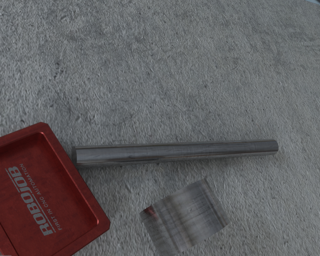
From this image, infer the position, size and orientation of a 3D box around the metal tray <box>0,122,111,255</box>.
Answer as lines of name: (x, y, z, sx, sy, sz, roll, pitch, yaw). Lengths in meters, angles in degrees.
metal tray: (-0.120, 0.067, 0.295, 0.091, 0.030, 0.130, -28, 77, -37)

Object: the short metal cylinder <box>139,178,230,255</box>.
short metal cylinder: (0.025, 0.094, 0.325, 0.081, 0.080, 0.050, -17, 71, -35)

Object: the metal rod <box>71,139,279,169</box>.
metal rod: (0.040, 0.031, 0.406, 0.303, 0.025, 0.025, -1, 62, -29)
